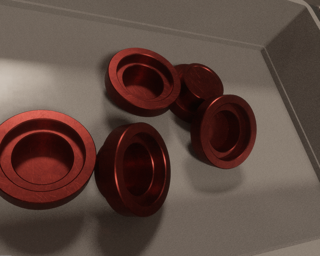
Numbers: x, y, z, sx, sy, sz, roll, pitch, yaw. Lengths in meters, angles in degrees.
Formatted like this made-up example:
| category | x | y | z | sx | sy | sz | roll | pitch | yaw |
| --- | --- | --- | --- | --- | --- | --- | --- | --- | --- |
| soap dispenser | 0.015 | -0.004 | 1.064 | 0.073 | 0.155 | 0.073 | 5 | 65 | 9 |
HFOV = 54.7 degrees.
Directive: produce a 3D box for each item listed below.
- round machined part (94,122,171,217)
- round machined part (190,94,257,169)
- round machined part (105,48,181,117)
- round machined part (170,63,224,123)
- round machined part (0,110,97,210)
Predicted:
| category | x | y | z | sx | sy | sz | roll | pitch | yaw |
| --- | --- | --- | --- | --- | --- | --- | --- | --- | --- |
| round machined part | -0.032 | 0.045 | 0.333 | 0.098 | 0.042 | 0.098 | 20 | 66 | -55 |
| round machined part | 0.081 | 0.004 | 0.420 | 0.099 | 0.042 | 0.097 | -3 | 95 | -30 |
| round machined part | -0.025 | -0.056 | 0.413 | 0.099 | 0.042 | 0.098 | 11 | 58 | -17 |
| round machined part | 0.055 | -0.057 | 0.461 | 0.099 | 0.042 | 0.098 | 14 | 56 | -21 |
| round machined part | -0.116 | 0.034 | 0.309 | 0.099 | 0.042 | 0.098 | 11 | 56 | -17 |
